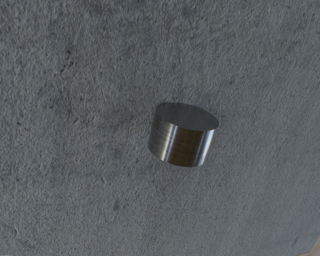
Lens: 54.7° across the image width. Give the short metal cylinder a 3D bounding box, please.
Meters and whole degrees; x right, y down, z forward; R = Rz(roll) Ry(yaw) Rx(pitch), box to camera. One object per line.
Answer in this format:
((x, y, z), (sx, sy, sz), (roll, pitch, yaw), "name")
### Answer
((0.029, 0.006, 0.394), (0.081, 0.080, 0.050), (-1, 119, -28), "short metal cylinder")
